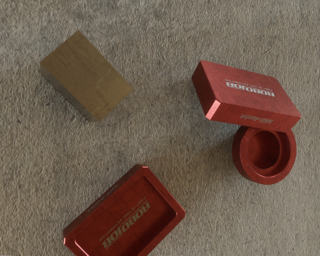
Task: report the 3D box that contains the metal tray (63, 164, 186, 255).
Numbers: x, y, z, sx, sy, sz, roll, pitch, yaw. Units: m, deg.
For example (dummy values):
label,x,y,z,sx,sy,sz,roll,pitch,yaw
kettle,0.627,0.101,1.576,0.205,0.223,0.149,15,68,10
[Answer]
label,x,y,z,sx,sy,sz,roll,pitch,yaw
metal tray,-0.043,0.120,0.391,0.130,0.030,0.090,-42,104,-16

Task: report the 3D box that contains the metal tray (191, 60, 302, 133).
label,x,y,z,sx,sy,sz,roll,pitch,yaw
metal tray,0.115,-0.043,0.421,0.131,0.030,0.090,8,43,-20

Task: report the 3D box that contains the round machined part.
label,x,y,z,sx,sy,sz,roll,pitch,yaw
round machined part,0.148,0.031,0.456,0.099,0.042,0.097,0,90,-21

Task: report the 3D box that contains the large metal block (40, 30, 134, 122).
label,x,y,z,sx,sy,sz,roll,pitch,yaw
large metal block,-0.085,-0.052,0.349,0.050,0.080,0.080,-47,105,-14
